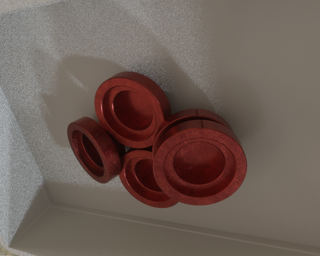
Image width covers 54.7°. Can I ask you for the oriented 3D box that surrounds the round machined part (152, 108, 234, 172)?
[{"bbox_3d":[0.041,0.021,0.373,0.099,0.042,0.097,1,116,3],"label":"round machined part"}]

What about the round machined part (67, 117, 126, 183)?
[{"bbox_3d":[-0.087,0.027,0.445,0.098,0.042,0.097,31,138,34],"label":"round machined part"}]

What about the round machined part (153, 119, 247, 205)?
[{"bbox_3d":[0.043,0.034,0.344,0.099,0.042,0.097,1,116,3],"label":"round machined part"}]

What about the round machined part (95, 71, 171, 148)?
[{"bbox_3d":[-0.030,-0.026,0.395,0.098,0.042,0.097,13,124,21],"label":"round machined part"}]

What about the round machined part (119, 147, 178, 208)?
[{"bbox_3d":[-0.006,0.061,0.436,0.098,0.042,0.097,13,124,21],"label":"round machined part"}]
